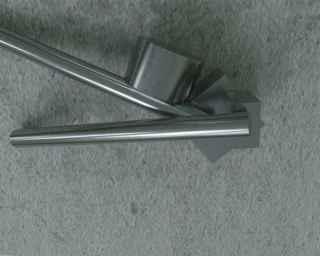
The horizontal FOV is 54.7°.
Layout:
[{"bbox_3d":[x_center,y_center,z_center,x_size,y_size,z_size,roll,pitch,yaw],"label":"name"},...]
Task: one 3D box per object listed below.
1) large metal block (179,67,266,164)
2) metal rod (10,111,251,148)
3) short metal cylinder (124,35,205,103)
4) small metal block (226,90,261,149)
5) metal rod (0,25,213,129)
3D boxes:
[{"bbox_3d":[0.070,-0.016,0.391,0.080,0.050,0.080,-39,105,14],"label":"large metal block"},{"bbox_3d":[-0.052,0.005,0.355,0.301,0.025,0.025,-4,112,23],"label":"metal rod"},{"bbox_3d":[0.005,-0.068,0.358,0.080,0.080,0.050,20,109,-8],"label":"short metal cylinder"},{"bbox_3d":[0.090,-0.011,0.339,0.025,0.050,0.050,-4,110,2],"label":"small metal block"},{"bbox_3d":[-0.076,-0.059,0.358,0.301,0.025,0.025,23,109,3],"label":"metal rod"}]
